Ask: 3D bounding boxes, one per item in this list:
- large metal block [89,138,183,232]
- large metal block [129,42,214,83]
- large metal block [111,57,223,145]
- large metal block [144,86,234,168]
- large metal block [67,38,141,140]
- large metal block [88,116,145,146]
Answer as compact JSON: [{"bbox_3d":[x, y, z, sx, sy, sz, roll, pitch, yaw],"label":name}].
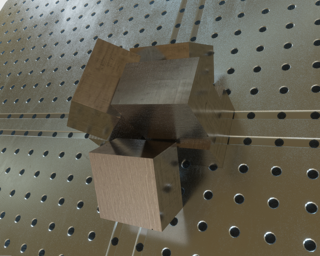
[{"bbox_3d":[-0.025,0.059,0.344,0.080,0.050,0.080,2,107,29],"label":"large metal block"},{"bbox_3d":[0.018,-0.080,0.404,0.080,0.080,0.050,2,101,29],"label":"large metal block"},{"bbox_3d":[0.011,-0.024,0.319,0.080,0.080,0.050,2,63,29],"label":"large metal block"},{"bbox_3d":[0.037,-0.002,0.374,0.080,0.050,0.080,3,63,29],"label":"large metal block"},{"bbox_3d":[-0.067,-0.041,0.359,0.080,0.050,0.080,136,152,-63],"label":"large metal block"},{"bbox_3d":[-0.036,-0.006,0.416,0.080,0.050,0.080,7,65,31],"label":"large metal block"}]
